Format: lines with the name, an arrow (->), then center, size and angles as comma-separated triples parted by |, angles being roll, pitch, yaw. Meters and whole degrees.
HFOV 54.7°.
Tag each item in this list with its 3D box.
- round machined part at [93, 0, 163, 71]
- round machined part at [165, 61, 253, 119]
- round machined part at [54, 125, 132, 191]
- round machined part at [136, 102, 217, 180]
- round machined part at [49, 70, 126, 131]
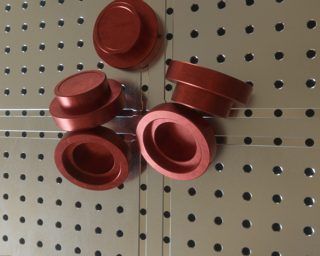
round machined part -> -0.049, -0.129, 0.420 | 0.098, 0.042, 0.097 | 0, 90, 19
round machined part -> 0.051, -0.041, 0.355 | 0.098, 0.098, 0.042 | 21, 96, 18
round machined part -> -0.087, 0.035, 0.416 | 0.099, 0.042, 0.097 | 3, 125, 4
round machined part -> 0.023, 0.012, 0.380 | 0.098, 0.042, 0.097 | 16, 126, 24
round machined part -> -0.097, -0.042, 0.405 | 0.098, 0.098, 0.042 | 0, 127, 19
